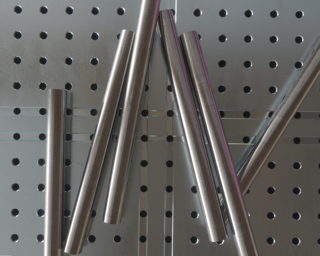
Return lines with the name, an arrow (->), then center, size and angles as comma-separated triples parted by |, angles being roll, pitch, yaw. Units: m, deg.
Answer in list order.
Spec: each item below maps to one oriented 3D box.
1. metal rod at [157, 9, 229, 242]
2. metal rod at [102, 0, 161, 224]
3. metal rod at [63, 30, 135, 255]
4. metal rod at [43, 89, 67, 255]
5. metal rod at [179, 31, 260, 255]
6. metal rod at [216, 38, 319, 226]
metal rod -> 0.039, -0.007, 0.400 | 0.025, 0.025, 0.299 | -13, 85, 0
metal rod -> -0.037, -0.023, 0.403 | 0.025, 0.025, 0.298 | 11, 94, 0
metal rod -> -0.078, 0.018, 0.412 | 0.025, 0.025, 0.299 | 15, 90, 0
metal rod -> -0.140, 0.099, 0.412 | 0.025, 0.025, 0.298 | 1, 90, 0
metal rod -> 0.074, 0.020, 0.396 | 0.025, 0.025, 0.299 | -14, 83, 0
metal rod -> 0.153, 0.002, 0.414 | 0.025, 0.025, 0.299 | 32, 90, 0
